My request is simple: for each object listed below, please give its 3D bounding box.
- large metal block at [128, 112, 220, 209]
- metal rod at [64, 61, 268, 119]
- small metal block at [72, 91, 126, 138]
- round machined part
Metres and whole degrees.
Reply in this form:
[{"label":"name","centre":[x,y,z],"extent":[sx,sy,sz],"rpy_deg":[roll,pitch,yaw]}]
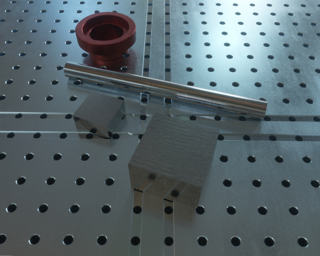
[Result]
[{"label":"large metal block","centre":[0.018,0.036,0.361],"extent":[0.080,0.050,0.080],"rpy_deg":[16,52,12]},{"label":"metal rod","centre":[0.001,-0.058,0.456],"extent":[0.301,0.025,0.025],"rpy_deg":[13,51,10]},{"label":"small metal block","centre":[-0.082,-0.019,0.423],"extent":[0.050,0.025,0.050],"rpy_deg":[17,52,13]},{"label":"round machined part","centre":[-0.089,-0.152,0.523],"extent":[0.099,0.042,0.098],"rpy_deg":[0,50,0]}]
